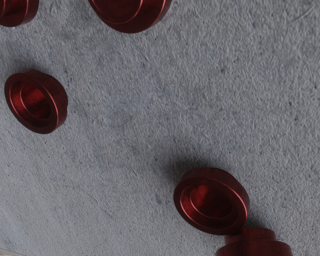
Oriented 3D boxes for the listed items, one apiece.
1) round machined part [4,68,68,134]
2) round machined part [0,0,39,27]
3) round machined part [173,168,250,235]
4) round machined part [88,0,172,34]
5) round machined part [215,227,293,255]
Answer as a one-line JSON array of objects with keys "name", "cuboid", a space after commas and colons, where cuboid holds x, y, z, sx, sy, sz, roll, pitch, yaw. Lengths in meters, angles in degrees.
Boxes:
[{"name": "round machined part", "cuboid": [-0.178, -0.043, 0.464, 0.098, 0.042, 0.097, 13, 124, 21]}, {"name": "round machined part", "cuboid": [-0.208, -0.178, 0.396, 0.098, 0.042, 0.097, 13, 124, 21]}, {"name": "round machined part", "cuboid": [0.071, 0.093, 0.416, 0.098, 0.042, 0.097, 13, 124, 21]}, {"name": "round machined part", "cuboid": [-0.039, -0.148, 0.325, 0.098, 0.042, 0.097, 13, 124, 21]}, {"name": "round machined part", "cuboid": [0.123, 0.165, 0.415, 0.099, 0.042, 0.097, 0, 142, 0]}]
